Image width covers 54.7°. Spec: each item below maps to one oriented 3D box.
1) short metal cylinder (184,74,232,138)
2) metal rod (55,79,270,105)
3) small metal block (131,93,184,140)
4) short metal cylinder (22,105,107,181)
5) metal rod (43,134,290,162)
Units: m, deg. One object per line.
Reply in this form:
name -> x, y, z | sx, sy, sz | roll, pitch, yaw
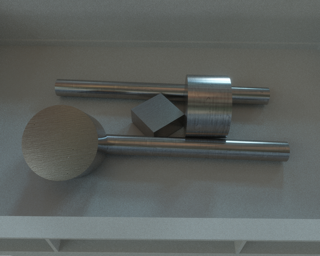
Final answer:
short metal cylinder -> 0.057, -0.027, 0.391 | 0.050, 0.080, 0.080 | 1, 50, 1
metal rod -> 0.003, -0.052, 0.446 | 0.302, 0.025, 0.025 | 3, 50, 1
small metal block -> -0.003, -0.013, 0.414 | 0.050, 0.025, 0.050 | -31, 57, -24
short metal cylinder -> -0.104, 0.018, 0.348 | 0.081, 0.050, 0.080 | 0, 84, 1
metal rod -> 0.004, 0.023, 0.383 | 0.302, 0.025, 0.025 | 2, 50, 1
